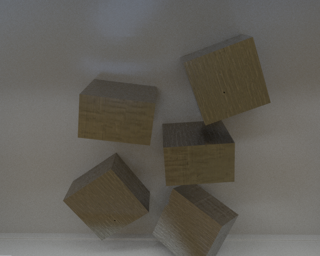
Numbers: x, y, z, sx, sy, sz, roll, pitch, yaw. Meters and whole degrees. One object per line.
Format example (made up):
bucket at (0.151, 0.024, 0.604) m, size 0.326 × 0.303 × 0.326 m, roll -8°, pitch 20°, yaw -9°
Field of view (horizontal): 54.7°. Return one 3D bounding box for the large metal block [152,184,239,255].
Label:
large metal block at (0.047, 0.133, 0.427) m, size 0.080 × 0.050 × 0.079 m, roll 33°, pitch 112°, yaw 30°

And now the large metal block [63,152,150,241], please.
large metal block at (-0.071, 0.095, 0.432) m, size 0.080 × 0.050 × 0.080 m, roll -34°, pitch 107°, yaw 11°

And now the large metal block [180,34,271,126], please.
large metal block at (0.078, -0.060, 0.377) m, size 0.080 × 0.050 × 0.080 m, roll -20°, pitch 109°, yaw 6°

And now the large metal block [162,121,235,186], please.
large metal block at (0.045, 0.029, 0.393) m, size 0.081 × 0.080 × 0.050 m, roll -4°, pitch 110°, yaw 1°

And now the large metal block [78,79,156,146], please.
large metal block at (-0.048, -0.022, 0.373) m, size 0.081 × 0.080 × 0.050 m, roll 7°, pitch 110°, yaw -3°
